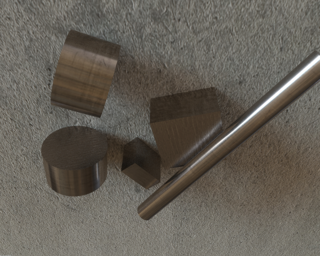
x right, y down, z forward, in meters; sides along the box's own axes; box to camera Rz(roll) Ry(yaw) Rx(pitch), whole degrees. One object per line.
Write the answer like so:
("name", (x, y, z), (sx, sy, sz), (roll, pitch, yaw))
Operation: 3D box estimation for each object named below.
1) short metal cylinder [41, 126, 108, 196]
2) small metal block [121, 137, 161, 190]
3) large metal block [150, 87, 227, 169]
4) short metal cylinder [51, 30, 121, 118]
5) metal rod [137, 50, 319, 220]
("short metal cylinder", (-0.110, 0.042, 0.406), (0.081, 0.080, 0.050), (5, 130, -4))
("small metal block", (-0.025, 0.049, 0.432), (0.025, 0.050, 0.050), (-33, 123, 25))
("large metal block", (0.036, 0.001, 0.392), (0.080, 0.050, 0.080), (-10, 130, 8))
("short metal cylinder", (-0.077, -0.055, 0.323), (0.050, 0.080, 0.079), (16, 128, -13))
("metal rod", (0.066, 0.029, 0.366), (0.025, 0.025, 0.299), (29, 124, -22))
